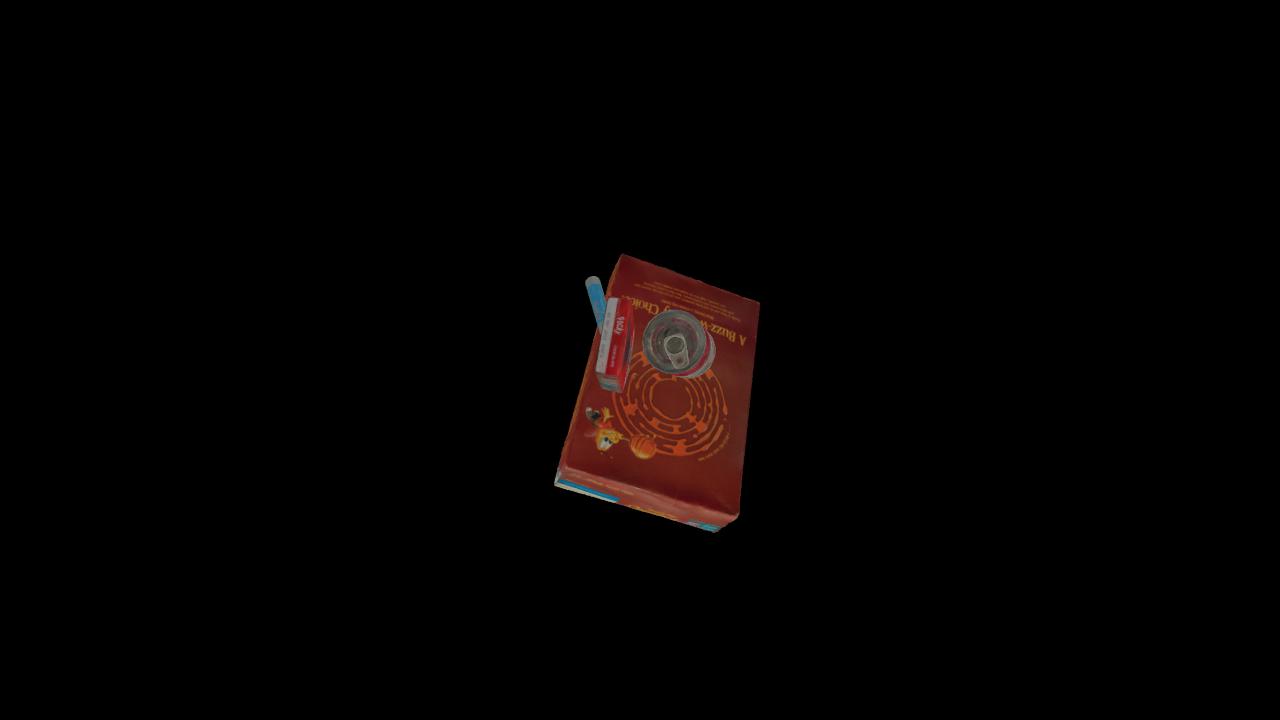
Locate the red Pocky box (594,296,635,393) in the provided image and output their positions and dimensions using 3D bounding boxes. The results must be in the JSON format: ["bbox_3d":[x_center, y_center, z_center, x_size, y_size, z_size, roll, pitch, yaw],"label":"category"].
[{"bbox_3d":[-0.025,-0.008,0.681,0.028,0.083,0.155,8,-12,3],"label":"red Pocky box"}]

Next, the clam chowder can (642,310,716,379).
[{"bbox_3d":[0.046,-0.015,0.683,0.068,0.068,0.102,0,-5,14],"label":"clam chowder can"}]

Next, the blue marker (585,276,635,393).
[{"bbox_3d":[-0.044,-0.053,0.713,0.020,0.121,0.020,-10,-42,-9],"label":"blue marker"}]

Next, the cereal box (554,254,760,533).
[{"bbox_3d":[0.031,0.034,0.756,0.203,0.306,0.081,17,-31,-9],"label":"cereal box"}]
